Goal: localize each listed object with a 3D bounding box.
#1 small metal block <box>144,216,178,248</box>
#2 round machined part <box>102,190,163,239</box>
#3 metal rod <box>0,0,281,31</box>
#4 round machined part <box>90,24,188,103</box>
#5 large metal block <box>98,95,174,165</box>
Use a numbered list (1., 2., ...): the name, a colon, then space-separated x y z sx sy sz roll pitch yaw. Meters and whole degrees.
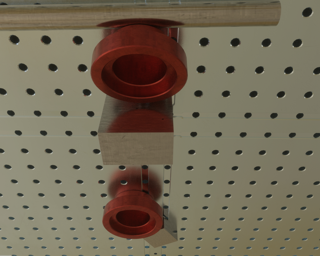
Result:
1. small metal block: -0.002 0.195 0.578 0.050 0.025 0.050 -25 126 19
2. round machined part: -0.044 0.142 0.521 0.099 0.042 0.097 0 130 0
3. metal rod: -0.033 -0.114 0.314 0.302 0.025 0.025 -1 130 0
4. round machined part: -0.021 -0.069 0.326 0.099 0.042 0.098 -1 153 0
5. large metal block: -0.026 -0.002 0.373 0.081 0.080 0.050 0 130 0
